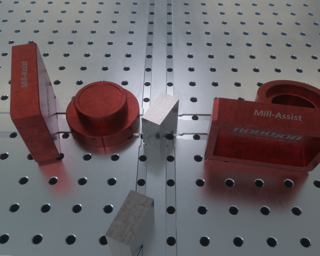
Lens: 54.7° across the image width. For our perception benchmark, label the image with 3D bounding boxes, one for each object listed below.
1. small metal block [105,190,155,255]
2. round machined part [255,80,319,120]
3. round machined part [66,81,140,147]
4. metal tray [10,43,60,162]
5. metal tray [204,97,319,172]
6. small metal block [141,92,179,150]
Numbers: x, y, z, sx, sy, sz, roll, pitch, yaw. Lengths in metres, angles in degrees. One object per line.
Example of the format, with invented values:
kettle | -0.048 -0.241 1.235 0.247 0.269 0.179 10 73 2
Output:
small metal block | -0.028 0.098 0.308 0.025 0.050 0.050 19 53 15
round machined part | 0.173 -0.020 0.407 0.099 0.042 0.098 2 39 -1
round machined part | -0.077 -0.026 0.417 0.099 0.042 0.098 0 50 0
metal tray | -0.157 -0.034 0.392 0.030 0.090 0.130 -13 51 -10
metal tray | 0.121 0.011 0.354 0.131 0.090 0.030 7 58 6
small metal block | 0.001 -0.009 0.399 0.025 0.050 0.050 23 54 18
